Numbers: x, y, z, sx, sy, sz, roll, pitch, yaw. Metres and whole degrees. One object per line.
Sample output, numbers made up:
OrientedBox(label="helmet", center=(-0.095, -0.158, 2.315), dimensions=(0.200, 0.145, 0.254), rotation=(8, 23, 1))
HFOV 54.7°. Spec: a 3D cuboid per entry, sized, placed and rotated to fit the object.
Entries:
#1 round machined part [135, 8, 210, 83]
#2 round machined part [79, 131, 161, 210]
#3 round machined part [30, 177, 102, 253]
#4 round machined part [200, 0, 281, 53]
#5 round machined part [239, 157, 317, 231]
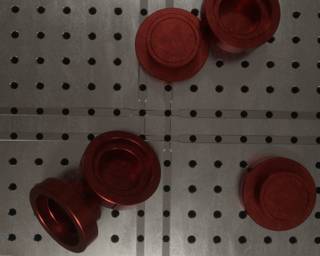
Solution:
OrientedBox(label="round machined part", center=(0.016, -0.109, 0.405), dimensions=(0.099, 0.042, 0.097), rotation=(0, 90, -1))
OrientedBox(label="round machined part", center=(-0.052, 0.055, 0.388), dimensions=(0.099, 0.042, 0.098), rotation=(14, 54, -20))
OrientedBox(label="round machined part", center=(-0.112, 0.103, 0.386), dimensions=(0.098, 0.042, 0.097), rotation=(19, 126, 28))
OrientedBox(label="round machined part", center=(0.100, -0.144, 0.402), dimensions=(0.099, 0.042, 0.097), rotation=(1, 86, -8))
OrientedBox(label="round machined part", center=(0.158, 0.088, 0.407), dimensions=(0.099, 0.042, 0.097), rotation=(0, 90, -1))
